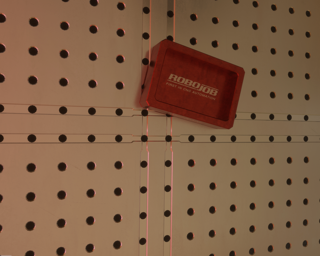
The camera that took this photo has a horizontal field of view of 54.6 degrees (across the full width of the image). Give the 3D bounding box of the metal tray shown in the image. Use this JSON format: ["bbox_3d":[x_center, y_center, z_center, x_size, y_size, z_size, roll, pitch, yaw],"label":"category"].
[{"bbox_3d":[0.047,-0.056,0.426,0.131,0.030,0.090,15,85,-20],"label":"metal tray"}]
